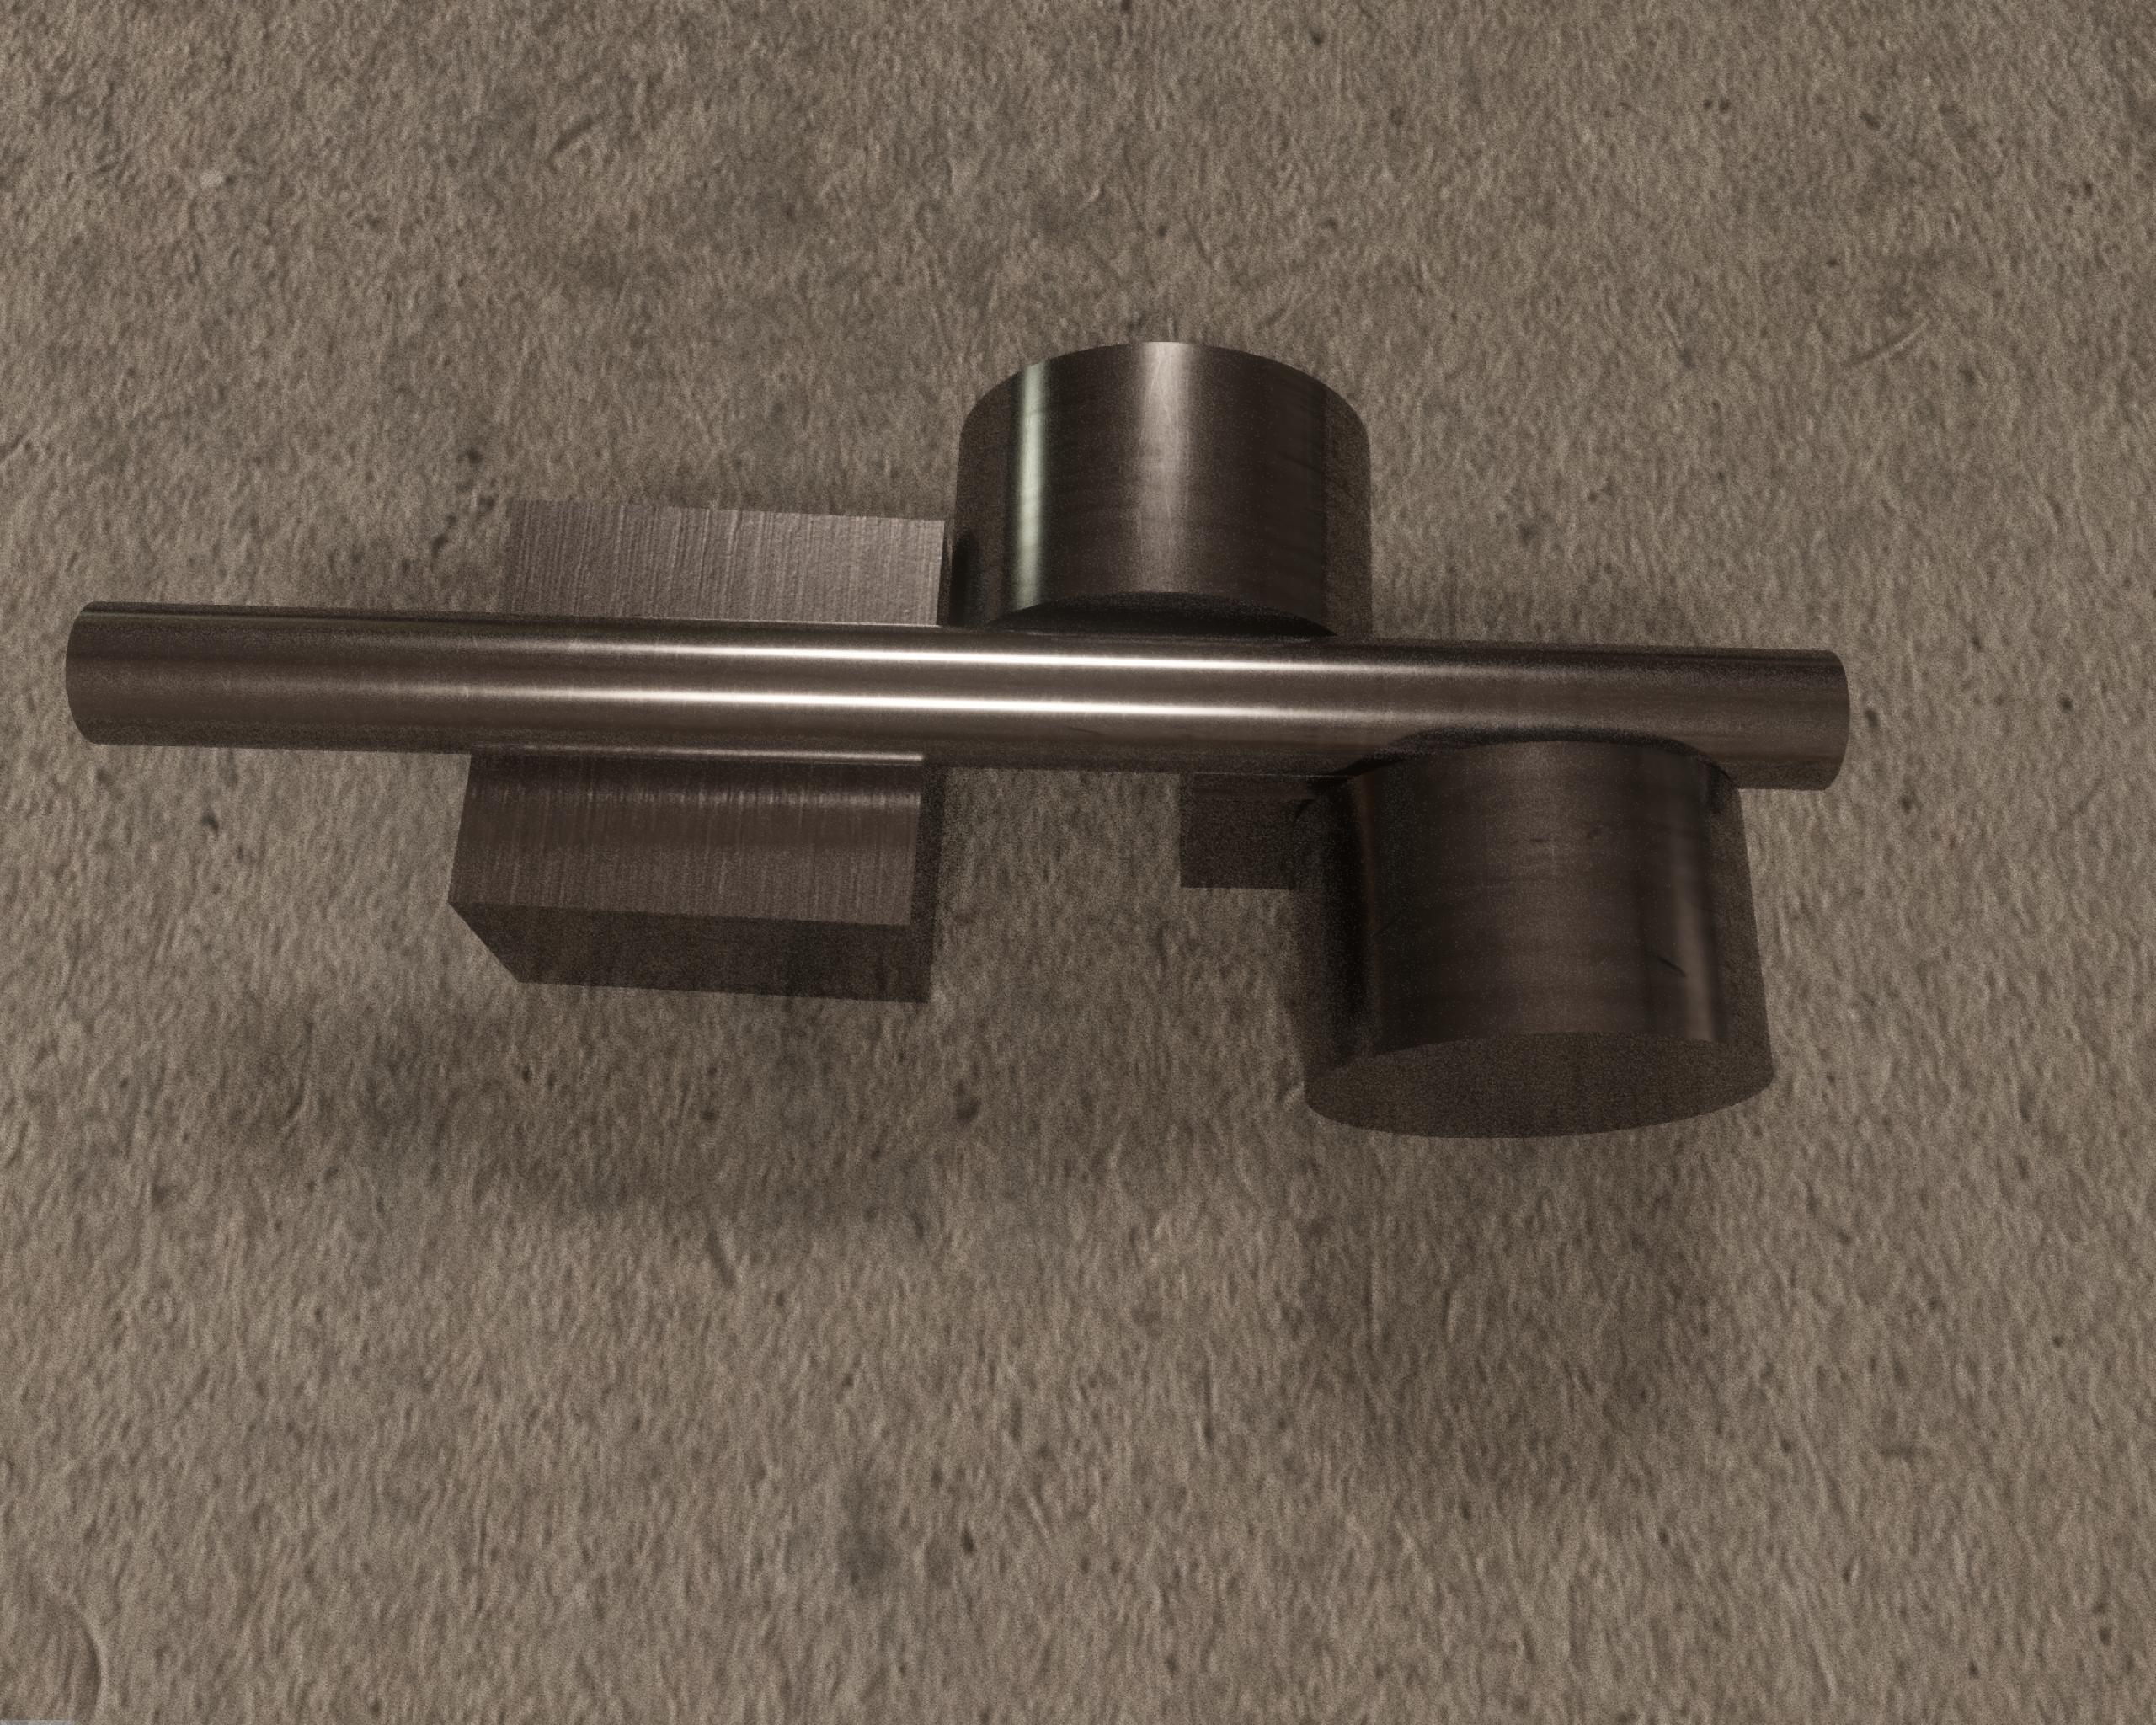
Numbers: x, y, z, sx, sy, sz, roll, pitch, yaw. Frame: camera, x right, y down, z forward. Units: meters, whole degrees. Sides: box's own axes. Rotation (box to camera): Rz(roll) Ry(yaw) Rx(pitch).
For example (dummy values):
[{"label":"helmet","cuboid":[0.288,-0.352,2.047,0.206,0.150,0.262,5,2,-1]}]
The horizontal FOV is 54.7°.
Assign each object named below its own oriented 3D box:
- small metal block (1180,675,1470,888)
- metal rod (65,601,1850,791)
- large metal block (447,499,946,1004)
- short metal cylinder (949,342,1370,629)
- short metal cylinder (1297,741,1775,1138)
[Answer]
[{"label":"small metal block","cuboid":[0.046,-0.015,0.401,0.050,0.050,0.025,1,70,0]},{"label":"metal rod","cuboid":[-0.019,-0.029,0.365,0.302,0.025,0.025,1,70,-1]},{"label":"large metal block","cuboid":[-0.067,-0.020,0.399,0.081,0.050,0.080,3,70,1]},{"label":"short metal cylinder","cuboid":[0.016,-0.056,0.402,0.081,0.080,0.050,2,70,0]},{"label":"short metal cylinder","cuboid":[0.080,0.017,0.374,0.081,0.080,0.050,0,70,-1]}]
